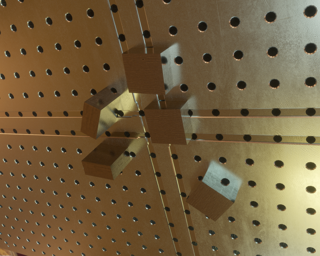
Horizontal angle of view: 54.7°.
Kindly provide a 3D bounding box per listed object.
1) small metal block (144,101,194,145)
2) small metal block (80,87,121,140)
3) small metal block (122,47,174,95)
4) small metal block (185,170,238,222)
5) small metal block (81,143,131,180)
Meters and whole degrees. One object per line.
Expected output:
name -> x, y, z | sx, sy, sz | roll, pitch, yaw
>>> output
small metal block -> 0.012, -0.007, 0.399 | 0.050, 0.025, 0.050 | 1, 119, 27
small metal block -> -0.081, -0.020, 0.423 | 0.025, 0.050, 0.050 | 27, 128, 11
small metal block -> -0.014, -0.069, 0.375 | 0.050, 0.025, 0.050 | 6, 121, 24
small metal block -> 0.072, 0.095, 0.431 | 0.050, 0.025, 0.050 | 34, 129, 5
small metal block -> -0.080, 0.049, 0.466 | 0.050, 0.050, 0.025 | 7, 121, 24
